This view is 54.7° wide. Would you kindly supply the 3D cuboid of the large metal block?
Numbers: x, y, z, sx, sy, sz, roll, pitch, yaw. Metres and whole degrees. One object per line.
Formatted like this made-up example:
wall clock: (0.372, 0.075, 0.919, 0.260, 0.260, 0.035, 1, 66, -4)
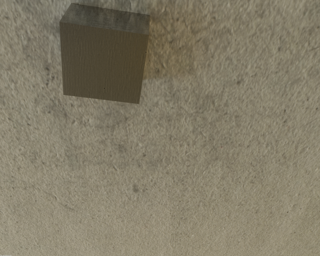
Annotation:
large metal block: (-0.056, -0.076, 0.325, 0.081, 0.050, 0.079, 6, 130, -6)
